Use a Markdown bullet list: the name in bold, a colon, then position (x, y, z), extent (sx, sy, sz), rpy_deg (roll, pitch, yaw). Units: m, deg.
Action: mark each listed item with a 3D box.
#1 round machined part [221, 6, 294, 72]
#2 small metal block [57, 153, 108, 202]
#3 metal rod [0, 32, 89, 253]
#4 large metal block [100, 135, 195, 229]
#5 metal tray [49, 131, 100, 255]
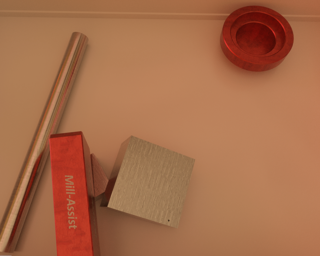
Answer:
- **round machined part**: position (0.136, -0.123, 0.447), extent (0.099, 0.042, 0.098), rpy_deg (0, 70, -1)
- **small metal block**: position (-0.092, 0.067, 0.384), extent (0.050, 0.025, 0.050), rpy_deg (-29, 73, -11)
- **metal rod**: position (-0.149, 0.003, 0.406), extent (0.025, 0.025, 0.299), rpy_deg (12, 70, 4)
- **large metal block**: position (-0.014, 0.064, 0.360), extent (0.080, 0.050, 0.080), rpy_deg (22, 70, -14)
- **metal tray**: position (-0.085, 0.077, 0.318), extent (0.030, 0.090, 0.129), rpy_deg (-7, 76, -10)
